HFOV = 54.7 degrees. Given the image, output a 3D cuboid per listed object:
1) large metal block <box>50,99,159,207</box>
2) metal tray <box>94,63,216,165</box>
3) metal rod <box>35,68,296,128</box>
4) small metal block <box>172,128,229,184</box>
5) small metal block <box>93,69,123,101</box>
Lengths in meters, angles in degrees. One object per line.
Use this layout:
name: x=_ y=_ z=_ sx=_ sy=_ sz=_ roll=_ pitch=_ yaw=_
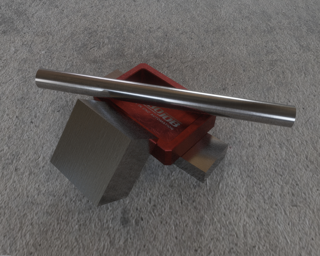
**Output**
large metal block: x=-0.062 y=0.024 z=0.337 sx=0.080 sy=0.080 sz=0.050 roll=35 pitch=17 yaw=26
metal tray: x=-0.007 y=-0.023 z=0.387 sx=0.130 sy=0.030 sz=0.090 roll=36 pitch=58 yaw=26
metal rod: x=0.000 y=-0.037 z=0.364 sx=0.302 sy=0.025 sz=0.025 roll=9 pitch=51 yaw=7
small metal block: x=0.047 y=0.031 z=0.379 sx=0.050 sy=0.025 sz=0.050 roll=31 pitch=56 yaw=23
small metal block: x=-0.064 y=-0.053 z=0.448 sx=0.050 sy=0.025 sz=0.050 roll=37 pitch=59 yaw=26
